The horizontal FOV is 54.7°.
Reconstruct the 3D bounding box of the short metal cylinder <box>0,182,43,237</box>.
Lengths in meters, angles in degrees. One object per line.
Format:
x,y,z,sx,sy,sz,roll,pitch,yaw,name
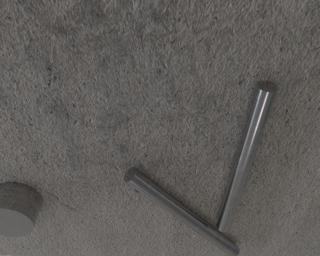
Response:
-0.238,0.133,0.501,0.081,0.050,0.079,0,130,0,short metal cylinder

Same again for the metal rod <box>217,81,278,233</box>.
0.121,0.064,0.463,0.025,0.025,0.298,2,130,-2,metal rod

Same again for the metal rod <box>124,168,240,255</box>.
0.051,0.158,0.541,0.025,0.025,0.300,-33,123,24,metal rod
